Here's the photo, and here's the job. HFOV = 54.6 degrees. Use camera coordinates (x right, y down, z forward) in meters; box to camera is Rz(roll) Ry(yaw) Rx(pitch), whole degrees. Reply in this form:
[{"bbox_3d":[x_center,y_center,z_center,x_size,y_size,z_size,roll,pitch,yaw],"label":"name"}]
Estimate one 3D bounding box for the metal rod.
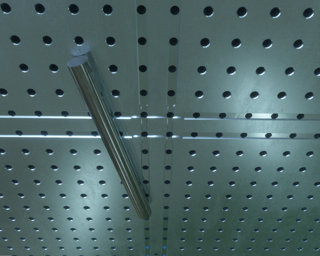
[{"bbox_3d":[-0.059,0.036,0.441,0.025,0.025,0.299,-10,130,8],"label":"metal rod"}]
